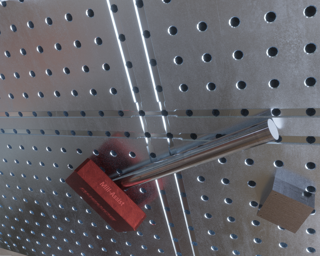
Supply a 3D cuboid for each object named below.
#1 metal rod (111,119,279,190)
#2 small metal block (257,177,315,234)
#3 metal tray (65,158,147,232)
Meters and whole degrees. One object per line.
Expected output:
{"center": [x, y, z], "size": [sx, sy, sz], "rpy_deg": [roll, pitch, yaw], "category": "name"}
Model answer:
{"center": [0.016, 0.052, 0.433], "size": [0.299, 0.025, 0.025], "rpy_deg": [-25, 105, 36], "category": "metal rod"}
{"center": [0.157, 0.097, 0.388], "size": [0.050, 0.025, 0.050], "rpy_deg": [24, 127, 13], "category": "small metal block"}
{"center": [-0.091, 0.114, 0.506], "size": [0.130, 0.030, 0.090], "rpy_deg": [46, 148, -5], "category": "metal tray"}
